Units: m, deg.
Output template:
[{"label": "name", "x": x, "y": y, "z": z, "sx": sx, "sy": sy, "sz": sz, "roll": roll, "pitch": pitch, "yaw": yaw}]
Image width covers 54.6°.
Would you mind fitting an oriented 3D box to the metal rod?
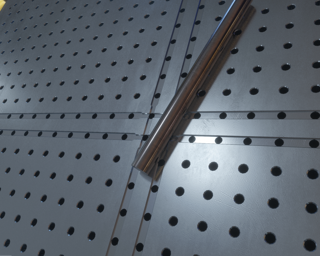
[{"label": "metal rod", "x": 0.051, "y": -0.071, "z": 0.425, "sx": 0.025, "sy": 0.025, "sz": 0.300, "roll": 21, "pitch": 73, "yaw": 36}]
